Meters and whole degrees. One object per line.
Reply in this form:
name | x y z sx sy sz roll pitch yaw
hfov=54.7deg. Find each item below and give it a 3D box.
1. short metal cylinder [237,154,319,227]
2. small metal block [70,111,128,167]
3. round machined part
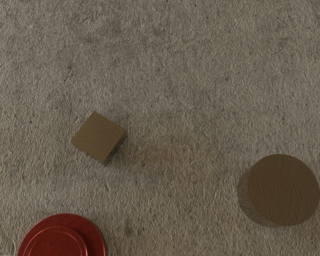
short metal cylinder | 0.138 0.076 0.369 0.081 0.050 0.080 0 70 0
small metal block | -0.078 0.014 0.402 0.050 0.025 0.050 31 73 10
round machined part | -0.111 0.146 0.345 0.099 0.042 0.098 0 70 -1
